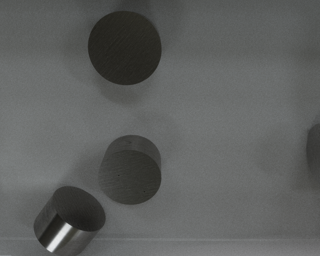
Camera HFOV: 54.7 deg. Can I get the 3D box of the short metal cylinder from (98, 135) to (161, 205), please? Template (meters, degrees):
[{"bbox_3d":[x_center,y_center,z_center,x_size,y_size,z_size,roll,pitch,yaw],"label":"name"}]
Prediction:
[{"bbox_3d":[-0.039,0.055,0.418,0.081,0.050,0.079,0,110,-1],"label":"short metal cylinder"}]

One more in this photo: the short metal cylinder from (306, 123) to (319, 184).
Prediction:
[{"bbox_3d":[0.232,0.033,0.398,0.050,0.080,0.079,-2,110,0],"label":"short metal cylinder"}]

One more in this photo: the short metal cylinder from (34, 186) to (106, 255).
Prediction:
[{"bbox_3d":[-0.123,0.127,0.427,0.080,0.080,0.050,34,106,-12],"label":"short metal cylinder"}]

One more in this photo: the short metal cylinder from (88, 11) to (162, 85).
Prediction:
[{"bbox_3d":[-0.039,-0.095,0.363,0.081,0.050,0.079,0,110,-1],"label":"short metal cylinder"}]
